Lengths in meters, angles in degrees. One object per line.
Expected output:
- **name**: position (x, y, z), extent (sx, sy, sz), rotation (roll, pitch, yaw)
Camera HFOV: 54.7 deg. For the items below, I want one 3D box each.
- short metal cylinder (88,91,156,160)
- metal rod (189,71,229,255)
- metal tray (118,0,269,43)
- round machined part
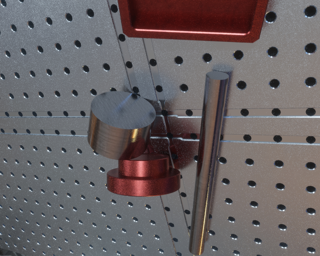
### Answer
- **short metal cylinder**: position (-0.050, -0.005, 0.398), extent (0.080, 0.080, 0.050), rotation (25, 127, 12)
- **metal rod**: position (0.061, 0.068, 0.420), extent (0.025, 0.025, 0.298), rotation (14, 124, 20)
- **metal tray**: position (0.028, -0.124, 0.274), extent (0.131, 0.030, 0.090), rotation (4, 142, 7)
- **round machined part**: position (-0.022, 0.059, 0.417), extent (0.098, 0.098, 0.042), rotation (2, 93, 27)
